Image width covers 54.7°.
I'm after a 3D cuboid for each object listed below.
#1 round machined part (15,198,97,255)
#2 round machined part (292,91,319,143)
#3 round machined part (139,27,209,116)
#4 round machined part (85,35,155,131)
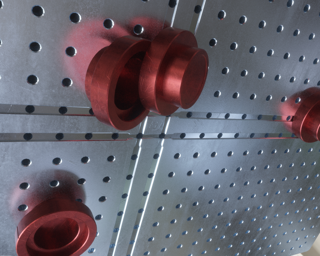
[{"bbox_3d":[-0.137,0.132,0.408,0.099,0.042,0.097,-14,125,-21],"label":"round machined part"},{"bbox_3d":[0.290,-0.014,0.553,0.099,0.042,0.097,-14,125,-21],"label":"round machined part"},{"bbox_3d":[0.021,-0.059,0.347,0.098,0.042,0.097,-46,147,-41],"label":"round machined part"},{"bbox_3d":[-0.041,-0.049,0.329,0.098,0.042,0.097,-45,147,-41],"label":"round machined part"}]
